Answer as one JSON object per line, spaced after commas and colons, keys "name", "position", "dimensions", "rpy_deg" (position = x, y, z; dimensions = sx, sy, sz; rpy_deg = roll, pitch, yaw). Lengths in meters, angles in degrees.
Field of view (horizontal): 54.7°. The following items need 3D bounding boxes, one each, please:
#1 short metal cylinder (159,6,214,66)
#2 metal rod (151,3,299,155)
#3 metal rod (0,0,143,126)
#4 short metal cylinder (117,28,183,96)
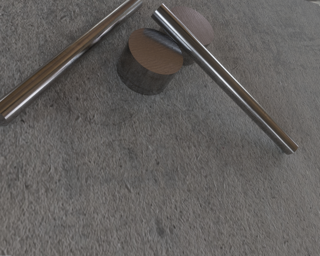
{"name": "short metal cylinder", "position": [0.039, -0.148, 0.499], "dimensions": [0.081, 0.050, 0.080], "rpy_deg": [14, 56, -21]}
{"name": "metal rod", "position": [0.104, -0.065, 0.464], "dimensions": [0.300, 0.025, 0.025], "rpy_deg": [42, 50, -13]}
{"name": "metal rod", "position": [-0.104, -0.109, 0.414], "dimensions": [0.025, 0.025, 0.301], "rpy_deg": [37, 51, -4]}
{"name": "short metal cylinder", "position": [-0.015, -0.093, 0.436], "dimensions": [0.081, 0.050, 0.080], "rpy_deg": [14, 56, -21]}
